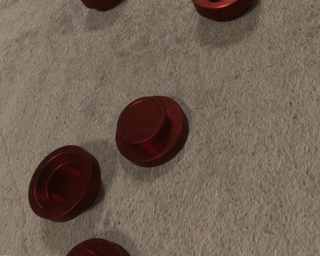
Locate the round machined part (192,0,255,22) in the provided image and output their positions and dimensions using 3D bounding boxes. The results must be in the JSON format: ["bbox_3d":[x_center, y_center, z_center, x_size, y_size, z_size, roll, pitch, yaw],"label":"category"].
[{"bbox_3d":[0.099,-0.199,0.462,0.098,0.042,0.098,-13,56,20],"label":"round machined part"}]

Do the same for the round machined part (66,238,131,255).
[{"bbox_3d":[-0.077,0.168,0.329,0.098,0.042,0.098,-13,56,20],"label":"round machined part"}]

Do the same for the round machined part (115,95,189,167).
[{"bbox_3d":[-0.016,-0.002,0.401,0.098,0.042,0.098,-13,56,20],"label":"round machined part"}]

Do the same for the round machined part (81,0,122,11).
[{"bbox_3d":[-0.110,-0.272,0.615,0.098,0.042,0.098,-13,56,20],"label":"round machined part"}]

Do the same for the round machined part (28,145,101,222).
[{"bbox_3d":[-0.119,0.075,0.408,0.098,0.042,0.098,-13,56,20],"label":"round machined part"}]
